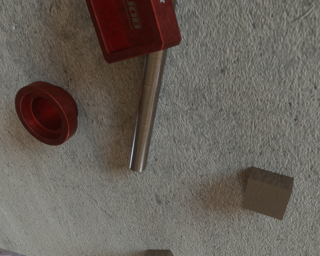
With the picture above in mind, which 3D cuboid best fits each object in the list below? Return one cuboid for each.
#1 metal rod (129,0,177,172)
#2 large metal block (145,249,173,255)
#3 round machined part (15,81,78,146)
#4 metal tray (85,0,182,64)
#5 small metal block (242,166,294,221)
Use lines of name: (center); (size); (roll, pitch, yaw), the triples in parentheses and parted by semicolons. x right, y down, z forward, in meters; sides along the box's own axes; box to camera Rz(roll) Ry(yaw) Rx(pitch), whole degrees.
metal rod: (-0.009, -0.063, 0.372); (0.025, 0.025, 0.298); (22, 127, 15)
large metal block: (-0.002, 0.273, 0.541); (0.050, 0.080, 0.080); (-14, 111, 34)
round machined part: (-0.164, -0.026, 0.467); (0.098, 0.042, 0.097); (13, 124, 21)
metal tray: (-0.037, -0.138, 0.314); (0.090, 0.030, 0.129); (-2, 110, 43)
small metal block: (0.134, 0.081, 0.387); (0.050, 0.025, 0.050); (15, 125, 19)
